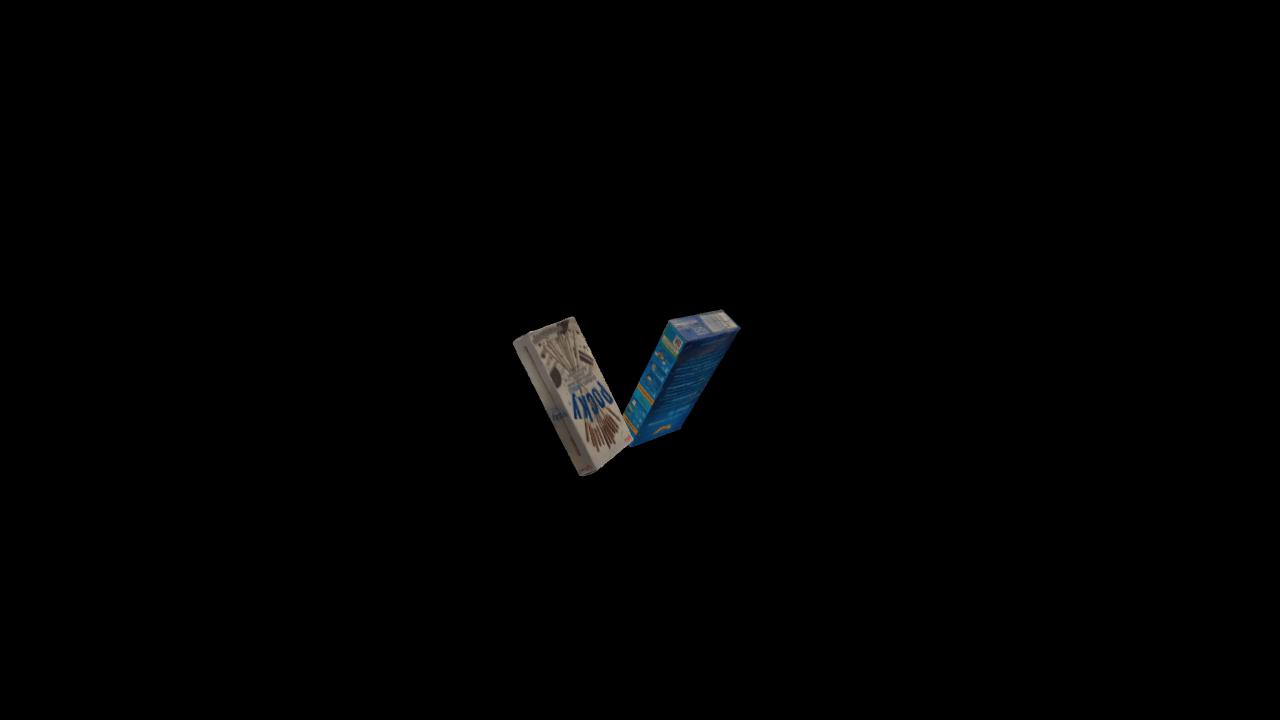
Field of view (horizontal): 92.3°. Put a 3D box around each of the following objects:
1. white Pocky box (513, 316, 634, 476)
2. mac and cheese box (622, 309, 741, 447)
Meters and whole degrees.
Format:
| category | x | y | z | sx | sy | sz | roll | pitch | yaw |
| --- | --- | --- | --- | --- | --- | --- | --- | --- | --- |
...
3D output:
| category | x | y | z | sx | sy | sz | roll | pitch | yaw |
| --- | --- | --- | --- | --- | --- | --- | --- | --- | --- |
| white Pocky box | -0.067 | 0.035 | 0.643 | 0.028 | 0.154 | 0.084 | -24 | 3 | 32 |
| mac and cheese box | 0.043 | 0.024 | 0.740 | 0.093 | 0.184 | 0.041 | -16 | 54 | -40 |
